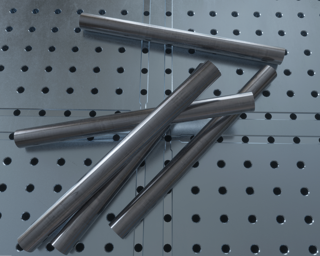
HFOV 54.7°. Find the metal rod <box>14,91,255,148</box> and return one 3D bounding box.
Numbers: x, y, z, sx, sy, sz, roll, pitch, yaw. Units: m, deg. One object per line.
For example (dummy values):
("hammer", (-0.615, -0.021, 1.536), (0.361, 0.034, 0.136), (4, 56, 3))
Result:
("metal rod", (-0.035, -0.009, 0.392), (0.302, 0.025, 0.025), (-9, 70, 5))

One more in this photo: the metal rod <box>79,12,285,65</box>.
("metal rod", (0.030, -0.133, 0.460), (0.302, 0.025, 0.025), (11, 70, 3))

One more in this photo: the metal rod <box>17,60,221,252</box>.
("metal rod", (-0.047, 0.032, 0.362), (0.300, 0.025, 0.025), (-43, 76, 0))

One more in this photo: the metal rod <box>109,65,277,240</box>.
("metal rod", (0.052, 0.021, 0.404), (0.025, 0.025, 0.301), (42, 75, 13))

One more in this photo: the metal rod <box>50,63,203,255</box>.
("metal rod", (-0.026, 0.028, 0.401), (0.025, 0.025, 0.300), (36, 73, 12))
